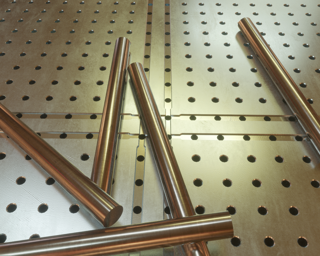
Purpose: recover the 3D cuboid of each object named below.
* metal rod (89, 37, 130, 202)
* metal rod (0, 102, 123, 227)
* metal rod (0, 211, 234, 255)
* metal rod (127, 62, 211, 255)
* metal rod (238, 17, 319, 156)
[{"bbox_3d":[-0.065,-0.030,0.431,0.025,0.025,0.300,1,50,0],"label":"metal rod"},{"bbox_3d":[-0.156,0.017,0.372,0.300,0.025,0.025,31,56,30],"label":"metal rod"},{"bbox_3d":[-0.083,0.112,0.293,0.302,0.025,0.025,-8,50,0],"label":"metal rod"},{"bbox_3d":[0.000,0.018,0.392,0.025,0.025,0.300,-11,51,-10],"label":"metal rod"},{"bbox_3d":[0.184,-0.080,0.477,0.025,0.025,0.300,-8,51,-7],"label":"metal rod"}]
